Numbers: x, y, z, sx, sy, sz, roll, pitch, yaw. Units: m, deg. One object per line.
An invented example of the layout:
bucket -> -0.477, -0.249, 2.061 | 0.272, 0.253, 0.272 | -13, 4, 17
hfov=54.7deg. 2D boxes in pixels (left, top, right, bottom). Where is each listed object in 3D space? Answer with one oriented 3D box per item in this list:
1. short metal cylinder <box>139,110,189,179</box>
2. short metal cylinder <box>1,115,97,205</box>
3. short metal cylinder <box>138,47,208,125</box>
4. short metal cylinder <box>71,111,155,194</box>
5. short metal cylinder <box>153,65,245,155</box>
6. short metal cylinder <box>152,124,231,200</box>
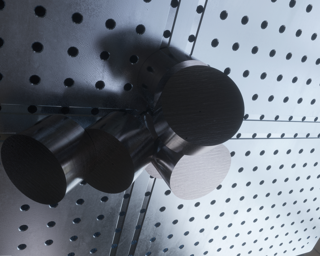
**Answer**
short metal cylinder -> 0.006, 0.020, 0.409 | 0.081, 0.050, 0.079 | -14, 124, -21
short metal cylinder -> -0.115, 0.032, 0.324 | 0.050, 0.080, 0.079 | -47, 149, -56
short metal cylinder -> 0.020, -0.051, 0.374 | 0.081, 0.050, 0.079 | -14, 124, -21
short metal cylinder -> -0.053, 0.027, 0.354 | 0.050, 0.080, 0.079 | -45, 148, -56
short metal cylinder -> 0.037, -0.016, 0.312 | 0.081, 0.080, 0.050 | -22, 170, -16
short metal cylinder -> 0.037, 0.039, 0.372 | 0.081, 0.050, 0.079 | -14, 124, -21
